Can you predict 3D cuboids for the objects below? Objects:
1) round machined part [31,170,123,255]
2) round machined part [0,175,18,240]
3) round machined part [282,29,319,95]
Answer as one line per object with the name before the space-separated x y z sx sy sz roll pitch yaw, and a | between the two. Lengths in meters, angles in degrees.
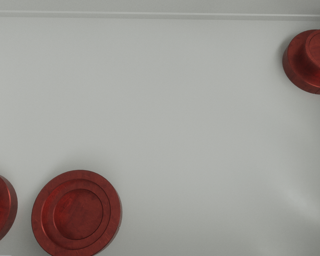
round machined part | -0.093 0.101 0.363 0.099 0.042 0.098 0 70 0
round machined part | -0.226 0.096 0.364 0.099 0.042 0.098 0 70 0
round machined part | 0.230 -0.100 0.439 0.099 0.042 0.098 0 70 0
